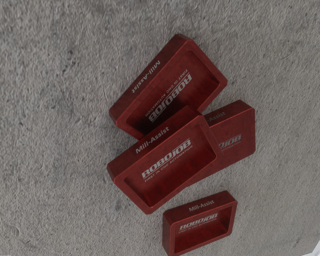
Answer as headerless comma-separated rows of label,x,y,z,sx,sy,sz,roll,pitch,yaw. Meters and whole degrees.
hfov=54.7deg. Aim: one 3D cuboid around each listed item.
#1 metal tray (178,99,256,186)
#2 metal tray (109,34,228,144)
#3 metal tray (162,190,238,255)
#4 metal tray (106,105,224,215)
metal tray,0.080,0.023,0.461,0.131,0.030,0.090,-24,127,-14
metal tray,0.012,-0.038,0.386,0.130,0.030,0.090,-48,129,6
metal tray,0.070,0.169,0.545,0.131,0.030,0.089,-13,124,-21
metal tray,0.010,0.043,0.395,0.130,0.030,0.090,-37,129,-4
